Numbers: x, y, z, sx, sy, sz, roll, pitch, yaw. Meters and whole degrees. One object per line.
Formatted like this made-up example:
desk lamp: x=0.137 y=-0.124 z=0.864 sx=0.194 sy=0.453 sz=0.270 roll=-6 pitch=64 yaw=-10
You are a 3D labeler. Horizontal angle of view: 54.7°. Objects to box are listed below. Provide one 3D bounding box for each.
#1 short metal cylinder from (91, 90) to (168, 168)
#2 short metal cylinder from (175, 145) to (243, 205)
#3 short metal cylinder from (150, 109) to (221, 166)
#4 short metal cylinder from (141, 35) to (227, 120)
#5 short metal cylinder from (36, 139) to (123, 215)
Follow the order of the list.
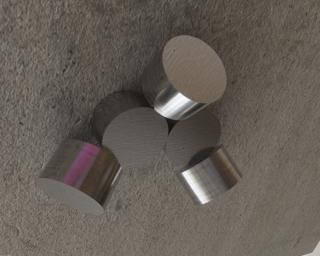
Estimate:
short metal cylinder: x=-0.037 y=0.001 z=0.372 sx=0.081 sy=0.050 sz=0.079 roll=-14 pitch=124 yaw=-21
short metal cylinder: x=0.069 y=0.066 z=0.443 sx=0.080 sy=0.080 sz=0.050 roll=-32 pitch=87 yaw=-7
short metal cylinder: x=0.033 y=0.003 z=0.412 sx=0.081 sy=0.050 sz=0.079 roll=-14 pitch=124 yaw=-21
short metal cylinder: x=0.026 y=-0.055 z=0.345 sx=0.081 sy=0.080 sz=0.050 roll=1 pitch=160 yaw=-29
short metal cylinder: x=-0.089 y=0.056 z=0.351 sx=0.080 sy=0.080 sz=0.050 roll=55 pitch=46 yaw=-39
